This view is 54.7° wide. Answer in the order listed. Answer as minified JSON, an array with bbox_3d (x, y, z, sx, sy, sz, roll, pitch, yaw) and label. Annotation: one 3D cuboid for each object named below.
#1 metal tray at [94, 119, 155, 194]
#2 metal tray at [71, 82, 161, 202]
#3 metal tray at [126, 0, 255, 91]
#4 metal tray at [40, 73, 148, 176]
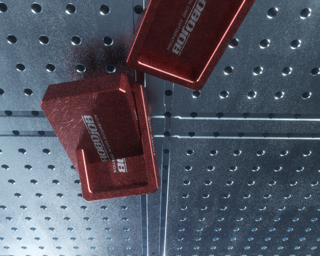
[{"bbox_3d":[-0.056,0.045,0.445,0.091,0.030,0.129,-2,130,1],"label":"metal tray"},{"bbox_3d":[-0.054,0.016,0.372,0.090,0.030,0.129,-9,91,7],"label":"metal tray"},{"bbox_3d":[0.029,-0.108,0.316,0.091,0.030,0.129,17,128,-15],"label":"metal tray"},{"bbox_3d":[-0.069,0.004,0.364,0.090,0.030,0.129,-9,132,5],"label":"metal tray"}]
